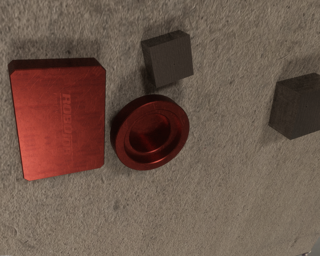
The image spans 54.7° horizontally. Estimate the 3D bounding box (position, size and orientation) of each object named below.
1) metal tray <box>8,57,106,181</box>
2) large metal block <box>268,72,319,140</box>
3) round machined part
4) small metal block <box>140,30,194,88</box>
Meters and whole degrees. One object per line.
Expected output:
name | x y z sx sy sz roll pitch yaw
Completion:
metal tray | -0.108 -0.009 0.340 0.091 0.030 0.129 -8 122 -25
large metal block | 0.229 -0.036 0.497 0.081 0.050 0.079 -15 125 -20
round machined part | -0.016 0.002 0.390 0.099 0.042 0.097 -14 125 -21
small metal block | 0.009 -0.081 0.363 0.050 0.025 0.050 -22 127 -16
